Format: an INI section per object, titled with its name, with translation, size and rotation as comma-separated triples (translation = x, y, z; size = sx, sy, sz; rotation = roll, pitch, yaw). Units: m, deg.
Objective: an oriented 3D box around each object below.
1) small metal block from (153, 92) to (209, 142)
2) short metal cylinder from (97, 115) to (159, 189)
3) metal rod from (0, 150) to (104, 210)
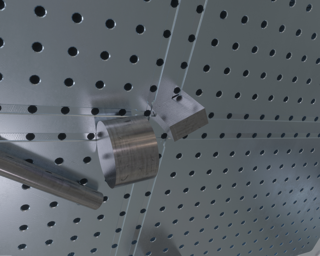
[small metal block]
translation = 0.026, -0.016, 0.399
size = 0.050, 0.050, 0.025
rotation = -28, 128, -11
[short metal cylinder]
translation = -0.041, 0.027, 0.370
size = 0.050, 0.080, 0.079
rotation = -10, 123, -23
[metal rod]
translation = -0.182, 0.033, 0.331
size = 0.025, 0.025, 0.301
rotation = -50, 129, 7
